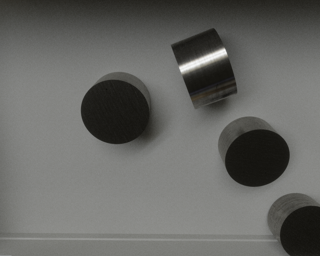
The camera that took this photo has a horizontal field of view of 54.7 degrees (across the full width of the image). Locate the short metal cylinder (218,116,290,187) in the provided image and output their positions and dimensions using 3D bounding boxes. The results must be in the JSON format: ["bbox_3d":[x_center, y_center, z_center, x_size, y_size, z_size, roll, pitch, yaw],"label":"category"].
[{"bbox_3d":[0.122,0.030,0.410,0.081,0.050,0.079,0,110,0],"label":"short metal cylinder"}]

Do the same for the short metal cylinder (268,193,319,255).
[{"bbox_3d":[0.202,0.140,0.442,0.080,0.050,0.079,0,97,0],"label":"short metal cylinder"}]

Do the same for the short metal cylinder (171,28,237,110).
[{"bbox_3d":[0.050,-0.067,0.357,0.050,0.080,0.080,-20,109,7],"label":"short metal cylinder"}]

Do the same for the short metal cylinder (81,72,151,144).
[{"bbox_3d":[-0.053,-0.026,0.388,0.081,0.050,0.079,0,110,0],"label":"short metal cylinder"}]
